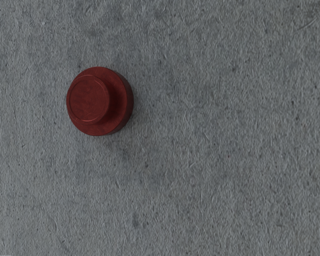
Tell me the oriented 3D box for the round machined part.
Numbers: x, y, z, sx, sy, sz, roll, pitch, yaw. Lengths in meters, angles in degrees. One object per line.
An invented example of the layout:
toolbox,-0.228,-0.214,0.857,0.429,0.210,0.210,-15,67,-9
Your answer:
round machined part,-0.090,-0.037,0.432,0.098,0.042,0.097,0,90,20
